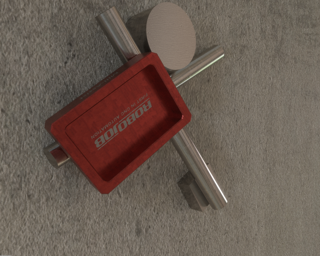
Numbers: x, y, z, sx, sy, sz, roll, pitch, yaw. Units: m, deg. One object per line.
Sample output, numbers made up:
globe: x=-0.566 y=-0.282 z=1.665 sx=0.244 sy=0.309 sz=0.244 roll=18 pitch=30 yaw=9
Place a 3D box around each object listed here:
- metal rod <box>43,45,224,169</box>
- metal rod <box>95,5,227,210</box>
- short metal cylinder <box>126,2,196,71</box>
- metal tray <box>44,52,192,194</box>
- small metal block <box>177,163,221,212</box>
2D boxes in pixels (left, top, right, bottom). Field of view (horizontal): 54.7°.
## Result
metal rod: x=-0.011 y=-0.044 z=0.399 sx=0.302 sy=0.025 sz=0.025 roll=-37 pitch=113 yaw=-34
metal rod: x=0.014 y=-0.007 z=0.388 sx=0.025 sy=0.025 sz=0.299 roll=-47 pitch=118 yaw=-30
short metal cylinder: x=-0.001 y=-0.110 z=0.390 sx=0.081 sy=0.050 sz=0.079 roll=0 pitch=90 yaw=-40
metal tray: x=-0.037 y=-0.007 z=0.323 sx=0.131 sy=0.030 sz=0.090 roll=-41 pitch=115 yaw=-20
small metal block: x=0.059 y=0.086 z=0.458 sx=0.050 sy=0.025 sz=0.050 roll=-41 pitch=115 yaw=-32
